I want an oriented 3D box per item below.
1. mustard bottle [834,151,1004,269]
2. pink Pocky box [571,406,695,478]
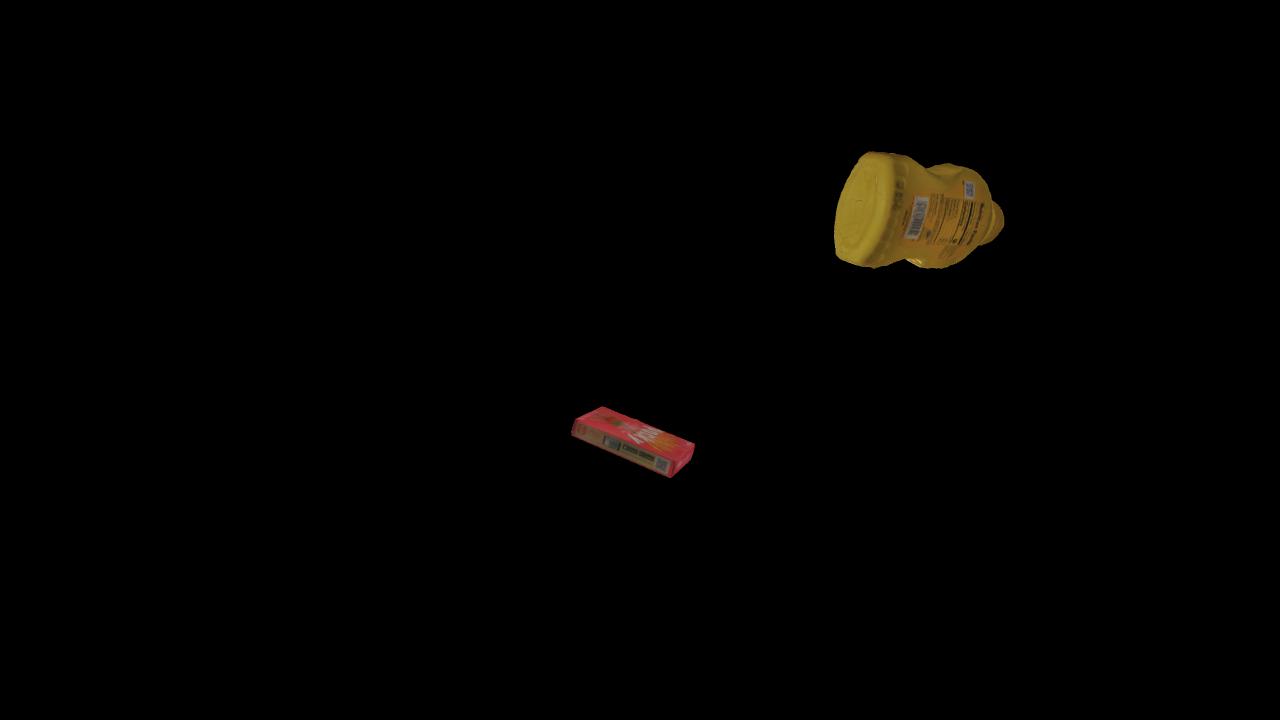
[{"bbox_3d":[0.255,-0.124,0.534,0.184,0.092,0.054,-3,18,-29],"label":"mustard bottle"},{"bbox_3d":[-0.008,0.110,0.849,0.155,0.029,0.084,20,16,19],"label":"pink Pocky box"}]
